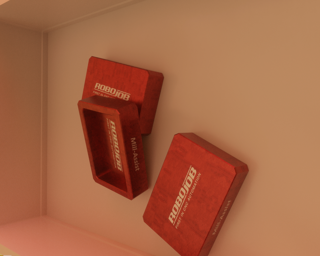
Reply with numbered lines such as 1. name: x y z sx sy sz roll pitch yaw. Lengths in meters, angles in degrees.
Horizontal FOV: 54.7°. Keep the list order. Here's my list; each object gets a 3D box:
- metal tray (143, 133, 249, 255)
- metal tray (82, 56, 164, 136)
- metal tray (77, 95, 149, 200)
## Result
1. metal tray: 0.038 0.081 0.373 0.090 0.030 0.129 32 110 35
2. metal tray: -0.061 -0.049 0.454 0.130 0.030 0.089 22 104 38
3. metal tray: -0.064 0.025 0.426 0.090 0.030 0.129 14 120 41
